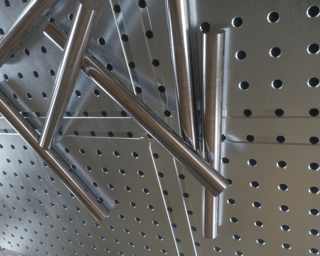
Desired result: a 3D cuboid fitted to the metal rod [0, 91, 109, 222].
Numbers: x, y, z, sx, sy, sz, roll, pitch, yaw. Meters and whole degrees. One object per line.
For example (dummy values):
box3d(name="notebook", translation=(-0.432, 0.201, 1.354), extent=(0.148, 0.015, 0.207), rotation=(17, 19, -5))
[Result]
box3d(name="metal rod", translation=(-0.197, 0.048, 0.545), extent=(0.025, 0.025, 0.300), rotation=(-33, 100, 38))

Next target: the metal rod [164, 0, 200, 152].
box3d(name="metal rod", translation=(0.022, -0.102, 0.336), extent=(0.025, 0.025, 0.298), rotation=(6, 121, 25))

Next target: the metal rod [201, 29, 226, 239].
box3d(name="metal rod", translation=(0.065, 0.029, 0.395), extent=(0.025, 0.025, 0.298), rotation=(10, 123, 23))

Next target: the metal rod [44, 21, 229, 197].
box3d(name="metal rod", translation=(-0.034, -0.028, 0.391), extent=(0.300, 0.025, 0.025), rotation=(43, 129, 6))

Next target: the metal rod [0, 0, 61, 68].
box3d(name="metal rod", translation=(-0.156, -0.153, 0.399), extent=(0.299, 0.025, 0.025), rotation=(-26, 104, 37))

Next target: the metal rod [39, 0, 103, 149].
box3d(name="metal rod", translation=(-0.131, -0.050, 0.418), extent=(0.025, 0.025, 0.298), rotation=(41, 139, 0))
